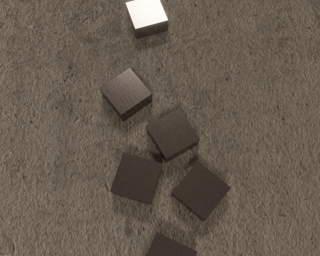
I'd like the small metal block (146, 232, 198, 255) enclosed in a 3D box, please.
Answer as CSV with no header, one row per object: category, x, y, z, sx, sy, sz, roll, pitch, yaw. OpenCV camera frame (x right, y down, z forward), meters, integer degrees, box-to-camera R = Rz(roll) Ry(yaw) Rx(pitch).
small metal block,0.009,0.153,0.352,0.050,0.025,0.050,24,72,8

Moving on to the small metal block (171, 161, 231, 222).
small metal block,0.050,0.078,0.380,0.050,0.025,0.050,39,74,12

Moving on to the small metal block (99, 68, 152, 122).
small metal block,-0.046,-0.046,0.424,0.050,0.025,0.050,-36,74,-13

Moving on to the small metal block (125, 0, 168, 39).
small metal block,-0.020,-0.168,0.469,0.050,0.025,0.050,-17,71,-7

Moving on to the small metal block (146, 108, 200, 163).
small metal block,0.016,0.010,0.405,0.050,0.025,0.050,-29,73,-10

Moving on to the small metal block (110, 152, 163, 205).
small metal block,-0.028,0.063,0.385,0.050,0.025,0.050,16,71,5
